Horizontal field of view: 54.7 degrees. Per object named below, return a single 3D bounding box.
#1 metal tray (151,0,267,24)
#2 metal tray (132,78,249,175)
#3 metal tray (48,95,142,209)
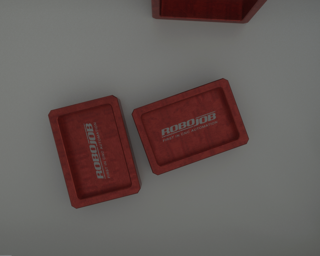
[{"bbox_3d":[0.056,-0.161,0.379,0.131,0.090,0.030,3,90,-1],"label":"metal tray"},{"bbox_3d":[0.039,-0.002,0.409,0.131,0.030,0.090,-20,90,-1],"label":"metal tray"},{"bbox_3d":[-0.083,0.030,0.407,0.091,0.030,0.129,-14,90,-1],"label":"metal tray"}]
